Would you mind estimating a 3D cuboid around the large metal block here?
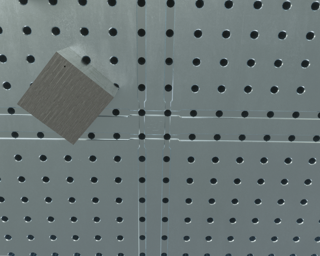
[{"bbox_3d":[-0.110,-0.040,0.384,0.080,0.050,0.080,39,105,-14],"label":"large metal block"}]
